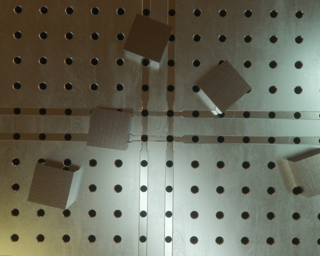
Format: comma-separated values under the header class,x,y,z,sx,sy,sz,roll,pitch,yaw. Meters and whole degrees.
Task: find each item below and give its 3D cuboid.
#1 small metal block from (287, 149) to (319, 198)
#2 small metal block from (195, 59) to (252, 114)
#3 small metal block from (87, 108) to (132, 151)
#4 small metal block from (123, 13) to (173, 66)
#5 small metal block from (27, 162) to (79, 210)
class,x,y,z,sx,sy,sz,roll,pitch,yaw
small metal block,0.208,0.059,0.415,0.050,0.025,0.050,-20,90,0
small metal block,0.084,-0.054,0.414,0.050,0.025,0.050,-41,90,0
small metal block,-0.067,0.001,0.413,0.050,0.025,0.050,8,90,0
small metal block,-0.015,-0.116,0.413,0.050,0.025,0.050,21,90,0
small metal block,-0.141,0.076,0.413,0.050,0.025,0.050,13,90,0
